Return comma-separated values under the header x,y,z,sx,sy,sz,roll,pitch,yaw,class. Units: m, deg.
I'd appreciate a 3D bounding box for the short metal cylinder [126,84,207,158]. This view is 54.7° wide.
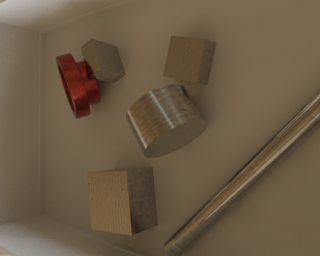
x,y,z,sx,sy,sz,roll,pitch,yaw,class
0.007,-0.007,0.363,0.080,0.081,0.050,-42,65,32,short metal cylinder

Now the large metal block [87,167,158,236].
x,y,z,sx,sy,sz,roll,pitch,yaw,class
-0.053,0.099,0.432,0.080,0.050,0.080,-8,85,39,large metal block

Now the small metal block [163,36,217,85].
x,y,z,sx,sy,sz,roll,pitch,yaw,class
0.036,-0.082,0.376,0.050,0.025,0.050,19,102,38,small metal block

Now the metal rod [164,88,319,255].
x,y,z,sx,sy,sz,roll,pitch,yaw,class
0.097,0.047,0.325,0.025,0.025,0.298,52,120,27,metal rod

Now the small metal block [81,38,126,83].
x,y,z,sx,sy,sz,roll,pitch,yaw,class
-0.083,-0.098,0.456,0.025,0.050,0.050,-27,73,33,small metal block

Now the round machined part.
x,y,z,sx,sy,sz,roll,pitch,yaw,class
-0.123,-0.066,0.474,0.098,0.042,0.097,55,156,40,round machined part
